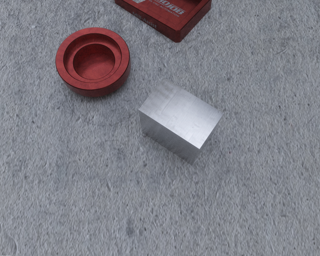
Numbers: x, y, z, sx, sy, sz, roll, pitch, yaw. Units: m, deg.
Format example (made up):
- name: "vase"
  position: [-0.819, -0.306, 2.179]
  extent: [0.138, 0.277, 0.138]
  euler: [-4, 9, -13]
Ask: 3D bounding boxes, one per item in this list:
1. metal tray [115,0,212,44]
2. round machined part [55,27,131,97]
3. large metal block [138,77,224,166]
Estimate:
- name: "metal tray"
  position: [0.004, -0.199, 0.490]
  extent: [0.130, 0.030, 0.090]
  euler: [35, 71, 16]
- name: "round machined part"
  position: [-0.089, -0.087, 0.430]
  extent: [0.099, 0.042, 0.098]
  euler: [0, 70, 0]
- name: "large metal block"
  position: [0.023, -0.005, 0.381]
  extent: [0.080, 0.080, 0.050]
  euler: [33, 74, 11]
